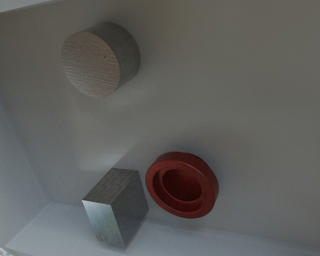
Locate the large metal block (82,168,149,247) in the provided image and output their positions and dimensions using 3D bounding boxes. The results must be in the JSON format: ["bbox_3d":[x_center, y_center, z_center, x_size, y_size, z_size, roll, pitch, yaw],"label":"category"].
[{"bbox_3d":[-0.065,0.119,0.479,0.050,0.080,0.079,2,119,27],"label":"large metal block"}]

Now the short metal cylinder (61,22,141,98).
[{"bbox_3d":[-0.071,-0.083,0.377,0.080,0.050,0.079,13,124,20],"label":"short metal cylinder"}]

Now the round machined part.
[{"bbox_3d":[0.033,0.073,0.424,0.098,0.042,0.097,13,124,20],"label":"round machined part"}]
